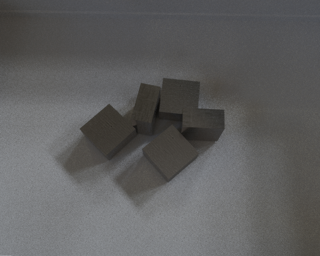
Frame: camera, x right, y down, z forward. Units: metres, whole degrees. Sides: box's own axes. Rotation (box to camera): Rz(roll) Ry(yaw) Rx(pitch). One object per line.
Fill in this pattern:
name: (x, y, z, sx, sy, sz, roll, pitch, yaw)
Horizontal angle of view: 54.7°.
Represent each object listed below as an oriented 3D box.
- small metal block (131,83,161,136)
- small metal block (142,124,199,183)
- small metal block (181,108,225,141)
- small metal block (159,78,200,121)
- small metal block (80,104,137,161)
small metal block: (-0.017, -0.023, 0.402, 0.025, 0.050, 0.050, 12, 71, 4)
small metal block: (0.013, 0.033, 0.395, 0.050, 0.025, 0.050, -39, 75, -13)
small metal block: (0.052, -0.003, 0.396, 0.050, 0.050, 0.025, 3, 70, 1)
small metal block: (0.026, -0.038, 0.422, 0.050, 0.025, 0.050, 6, 70, 2)
small metal block: (-0.067, 0.005, 0.405, 0.050, 0.025, 0.050, -43, 76, -14)
